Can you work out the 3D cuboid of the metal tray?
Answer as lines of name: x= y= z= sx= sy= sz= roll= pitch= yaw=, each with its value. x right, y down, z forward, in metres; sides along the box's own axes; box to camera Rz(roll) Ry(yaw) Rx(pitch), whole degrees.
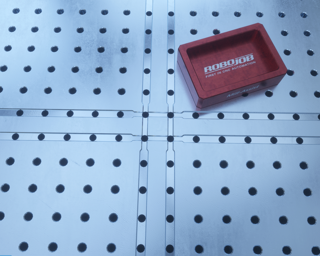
metal tray: x=0.100 y=-0.091 z=0.442 sx=0.131 sy=0.030 sz=0.090 roll=-18 pitch=71 yaw=-7
